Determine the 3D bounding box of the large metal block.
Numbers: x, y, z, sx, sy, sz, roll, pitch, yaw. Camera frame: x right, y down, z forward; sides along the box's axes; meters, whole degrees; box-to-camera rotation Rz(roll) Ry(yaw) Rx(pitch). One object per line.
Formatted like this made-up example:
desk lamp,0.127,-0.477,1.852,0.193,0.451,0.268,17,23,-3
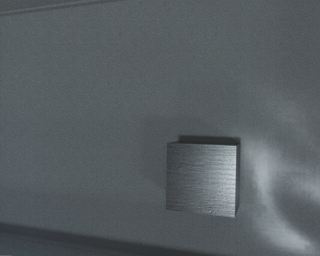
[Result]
large metal block,0.054,0.058,0.378,0.080,0.050,0.079,1,91,19
